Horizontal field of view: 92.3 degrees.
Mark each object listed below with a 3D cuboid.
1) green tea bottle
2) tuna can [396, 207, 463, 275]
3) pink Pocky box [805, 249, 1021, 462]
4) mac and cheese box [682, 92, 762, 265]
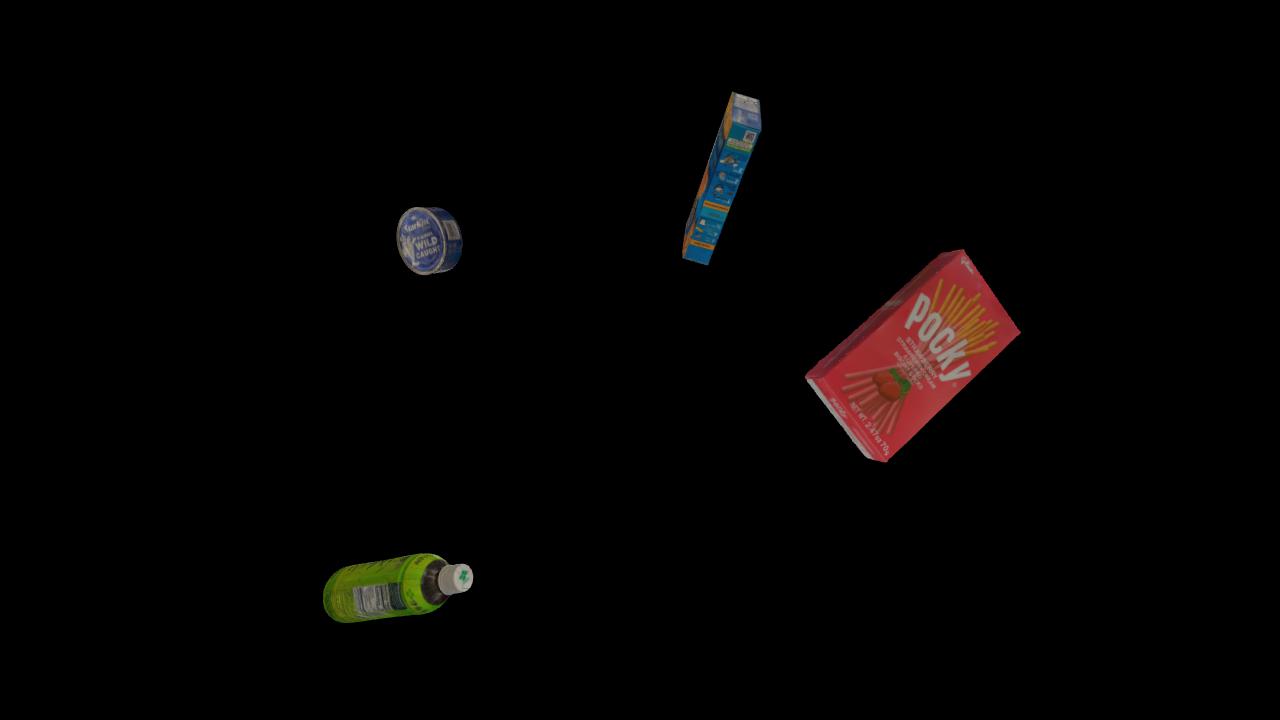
[{"bbox_3d":[-0.286,0.272,0.735,0.212,0.073,0.073,-15,-7,28],"label":"green tea bottle"},{"bbox_3d":[-0.266,-0.151,0.779,0.084,0.084,0.034,0,13,29],"label":"tuna can"},{"bbox_3d":[0.209,-0.005,0.467,0.155,0.084,0.029,-40,9,-9],"label":"pink Pocky box"},{"bbox_3d":[0.097,-0.217,0.748,0.041,0.184,0.093,14,43,-5],"label":"mac and cheese box"}]
